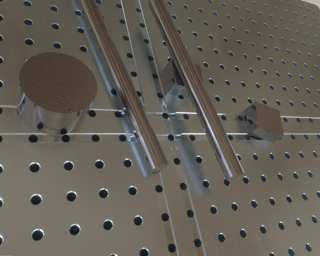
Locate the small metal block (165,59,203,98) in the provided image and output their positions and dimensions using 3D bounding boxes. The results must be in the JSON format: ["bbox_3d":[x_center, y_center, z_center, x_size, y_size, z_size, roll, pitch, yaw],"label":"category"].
[{"bbox_3d":[0.037,-0.075,0.474,0.050,0.025,0.050,9,58,-23],"label":"small metal block"}]

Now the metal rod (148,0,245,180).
[{"bbox_3d":[0.045,-0.069,0.442,0.025,0.025,0.299,-8,66,-32],"label":"metal rod"}]

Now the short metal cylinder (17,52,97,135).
[{"bbox_3d":[-0.118,-0.039,0.352,0.081,0.050,0.080,14,56,-21],"label":"short metal cylinder"}]

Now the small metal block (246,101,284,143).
[{"bbox_3d":[0.170,-0.009,0.505,0.050,0.025,0.050,17,55,-18],"label":"small metal block"}]

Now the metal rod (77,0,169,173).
[{"bbox_3d":[-0.060,-0.080,0.424,0.025,0.025,0.299,-12,68,-33],"label":"metal rod"}]
